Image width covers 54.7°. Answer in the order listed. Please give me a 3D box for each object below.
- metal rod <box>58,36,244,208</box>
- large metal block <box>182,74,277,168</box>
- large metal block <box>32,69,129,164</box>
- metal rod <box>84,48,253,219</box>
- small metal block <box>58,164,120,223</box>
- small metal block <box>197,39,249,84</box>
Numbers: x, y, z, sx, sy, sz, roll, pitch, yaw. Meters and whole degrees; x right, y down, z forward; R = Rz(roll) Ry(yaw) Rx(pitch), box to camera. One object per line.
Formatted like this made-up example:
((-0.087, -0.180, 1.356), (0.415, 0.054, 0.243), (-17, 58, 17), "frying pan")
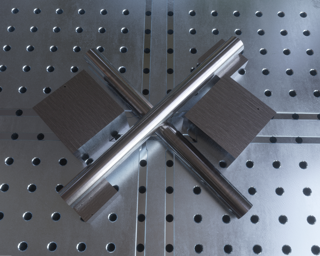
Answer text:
((-0.001, -0.017, 0.391), (0.301, 0.025, 0.025), (-43, 76, -14), "metal rod")
((0.087, -0.009, 0.402), (0.080, 0.050, 0.080), (41, 75, 13), "large metal block")
((-0.100, -0.014, 0.403), (0.080, 0.050, 0.080), (-41, 75, -14), "large metal block")
((0.002, -0.002, 0.411), (0.025, 0.025, 0.300), (-41, 75, -13), "metal rod")
((-0.086, 0.080, 0.382), (0.050, 0.025, 0.050), (43, 75, 14), "small metal block")
((0.089, -0.092, 0.446), (0.050, 0.025, 0.050), (-42, 76, -14), "small metal block")
